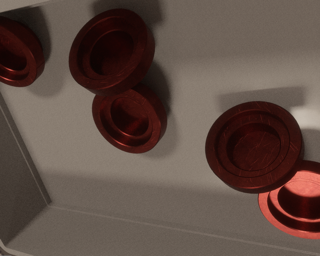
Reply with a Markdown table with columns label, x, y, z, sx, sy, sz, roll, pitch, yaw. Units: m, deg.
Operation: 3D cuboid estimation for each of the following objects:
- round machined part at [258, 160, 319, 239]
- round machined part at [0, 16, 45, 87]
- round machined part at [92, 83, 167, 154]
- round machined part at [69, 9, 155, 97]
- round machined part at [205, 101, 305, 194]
| label | x | y | z | sx | sy | sz | roll | pitch | yaw |
| --- | --- | --- | --- | --- | --- | --- | --- | --- | --- |
| round machined part | 0.167 | 0.077 | 0.357 | 0.098 | 0.042 | 0.097 | 13 | 124 | 20 |
| round machined part | -0.203 | -0.108 | 0.426 | 0.098 | 0.042 | 0.097 | 11 | 135 | 11 |
| round machined part | -0.035 | -0.019 | 0.403 | 0.098 | 0.042 | 0.097 | 13 | 124 | 20 |
| round machined part | -0.050 | -0.081 | 0.351 | 0.098 | 0.042 | 0.098 | -7 | 70 | 22 |
| round machined part | 0.102 | 0.023 | 0.334 | 0.098 | 0.098 | 0.042 | -4 | 152 | 29 |
